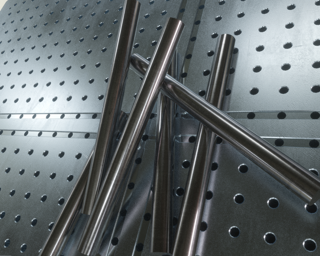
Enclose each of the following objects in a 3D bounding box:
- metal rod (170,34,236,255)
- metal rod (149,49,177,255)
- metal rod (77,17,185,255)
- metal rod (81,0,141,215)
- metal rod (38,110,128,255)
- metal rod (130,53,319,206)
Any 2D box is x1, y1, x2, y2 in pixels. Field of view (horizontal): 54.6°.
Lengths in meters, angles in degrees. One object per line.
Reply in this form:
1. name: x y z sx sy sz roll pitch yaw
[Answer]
1. metal rod: 0.057 0.008 0.373 0.025 0.025 0.300 1 62 29
2. metal rod: 0.007 0.004 0.402 0.025 0.025 0.300 -11 57 22
3. metal rod: -0.033 0.006 0.379 0.025 0.025 0.299 17 84 35
4. metal rod: -0.063 -0.036 0.421 0.025 0.025 0.299 3 76 29
5. metal rod: -0.115 0.107 0.403 0.025 0.025 0.300 10 67 32
6. metal rod: 0.050 -0.020 0.361 0.025 0.025 0.300 -46 51 -3
